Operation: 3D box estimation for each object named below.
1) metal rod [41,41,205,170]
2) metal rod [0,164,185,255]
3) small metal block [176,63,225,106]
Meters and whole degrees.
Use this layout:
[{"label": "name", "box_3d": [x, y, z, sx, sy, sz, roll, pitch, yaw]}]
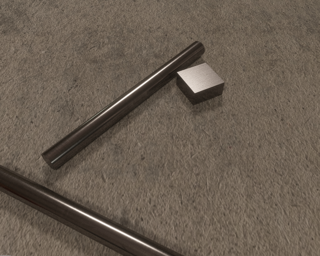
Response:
[{"label": "metal rod", "box_3d": [-0.034, -0.046, 0.441, 0.025, 0.025, 0.302, 34, 57, 24]}, {"label": "metal rod", "box_3d": [-0.057, 0.104, 0.314, 0.301, 0.025, 0.025, 21, 53, 16]}, {"label": "small metal block", "box_3d": [0.059, -0.066, 0.460, 0.050, 0.025, 0.050, -21, 54, -18]}]
